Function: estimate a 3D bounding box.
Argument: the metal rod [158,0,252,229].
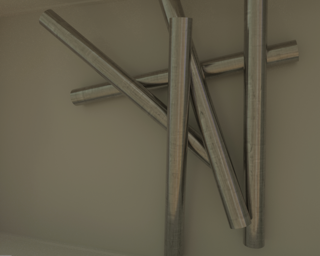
[{"bbox_3d":[0.049,-0.032,0.365,0.025,0.025,0.299,-19,84,19],"label":"metal rod"}]

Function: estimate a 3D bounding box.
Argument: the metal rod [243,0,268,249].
[{"bbox_3d":[0.108,-0.010,0.353,0.025,0.025,0.298,1,97,20],"label":"metal rod"}]

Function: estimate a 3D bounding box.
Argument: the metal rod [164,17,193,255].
[{"bbox_3d":[0.020,0.027,0.369,0.025,0.025,0.298,6,105,20],"label":"metal rod"}]

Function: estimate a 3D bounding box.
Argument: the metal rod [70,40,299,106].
[{"bbox_3d":[0.017,-0.067,0.404,0.301,0.025,0.025,-9,87,19],"label":"metal rod"}]

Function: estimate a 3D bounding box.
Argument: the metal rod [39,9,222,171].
[{"bbox_3d":[-0.036,-0.050,0.397,0.300,0.025,0.025,40,103,5],"label":"metal rod"}]
